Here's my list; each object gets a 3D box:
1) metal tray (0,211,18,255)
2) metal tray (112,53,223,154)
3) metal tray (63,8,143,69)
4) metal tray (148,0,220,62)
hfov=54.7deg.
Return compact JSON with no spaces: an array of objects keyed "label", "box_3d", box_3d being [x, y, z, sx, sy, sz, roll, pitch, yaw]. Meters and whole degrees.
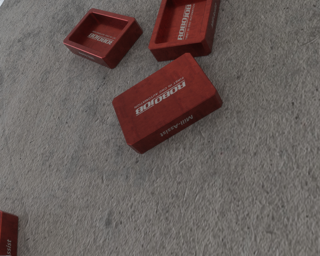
[{"label":"metal tray","box_3d":[-0.236,0.187,0.409,0.090,0.030,0.130,-26,53,12]},{"label":"metal tray","box_3d":[0.006,-0.035,0.419,0.130,0.030,0.090,-31,52,8]},{"label":"metal tray","box_3d":[-0.105,-0.164,0.556,0.130,0.030,0.090,28,77,37]},{"label":"metal tray","box_3d":[0.040,-0.168,0.482,0.090,0.030,0.130,-1,61,27]}]
